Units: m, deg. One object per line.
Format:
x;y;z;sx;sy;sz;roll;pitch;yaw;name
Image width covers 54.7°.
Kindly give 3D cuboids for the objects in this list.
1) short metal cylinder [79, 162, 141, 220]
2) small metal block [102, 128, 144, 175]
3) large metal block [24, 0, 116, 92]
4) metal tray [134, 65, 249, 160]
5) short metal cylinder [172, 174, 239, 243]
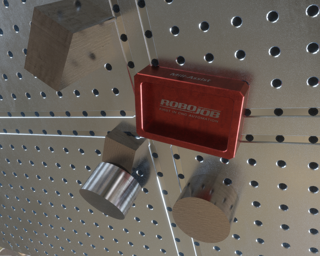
-0.076;0.098;0.480;0.080;0.050;0.080;23;147;16;short metal cylinder
-0.056;0.035;0.463;0.050;0.025;0.050;25;127;13;small metal block
-0.107;-0.102;0.369;0.050;0.080;0.079;35;129;5;large metal block
0.034;-0.020;0.377;0.130;0.030;0.089;14;124;20;metal tray
0.064;0.111;0.430;0.080;0.050;0.079;13;124;21;short metal cylinder
